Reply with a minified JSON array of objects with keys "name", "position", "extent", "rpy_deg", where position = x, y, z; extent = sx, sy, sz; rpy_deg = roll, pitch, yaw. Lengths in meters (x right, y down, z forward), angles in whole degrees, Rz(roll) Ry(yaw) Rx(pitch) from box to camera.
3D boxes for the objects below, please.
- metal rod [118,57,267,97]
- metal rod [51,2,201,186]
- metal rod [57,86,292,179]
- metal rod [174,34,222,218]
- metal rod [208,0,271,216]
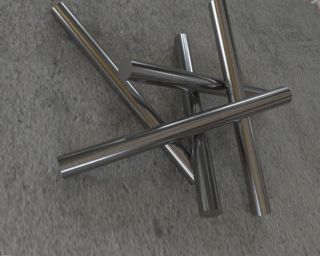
[{"name":"metal rod","position":[0.072,-0.060,0.436],"extent":[0.302,0.025,0.025],"rpy_deg":[2,60,-43]},{"name":"metal rod","position":[-0.045,-0.050,0.410],"extent":[0.025,0.025,0.300],"rpy_deg":[-34,81,-38]},{"name":"metal rod","position":[0.032,-0.001,0.371],"extent":[0.302,0.025,0.025],"rpy_deg":[-18,71,-18]},{"name":"metal rod","position":[0.045,-0.027,0.425],"extent":[0.025,0.025,0.300],"rpy_deg":[13,50,-22]},{"name":"metal rod","position":[0.108,-0.032,0.426],"extent":[0.025,0.025,0.298],"rpy_deg":[-7,83,-32]}]
